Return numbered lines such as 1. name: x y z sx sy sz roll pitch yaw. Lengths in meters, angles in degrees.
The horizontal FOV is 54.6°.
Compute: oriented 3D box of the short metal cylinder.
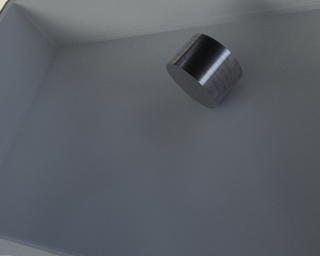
1. short metal cylinder: 0.054 -0.070 0.385 0.050 0.080 0.080 -48 51 -5
